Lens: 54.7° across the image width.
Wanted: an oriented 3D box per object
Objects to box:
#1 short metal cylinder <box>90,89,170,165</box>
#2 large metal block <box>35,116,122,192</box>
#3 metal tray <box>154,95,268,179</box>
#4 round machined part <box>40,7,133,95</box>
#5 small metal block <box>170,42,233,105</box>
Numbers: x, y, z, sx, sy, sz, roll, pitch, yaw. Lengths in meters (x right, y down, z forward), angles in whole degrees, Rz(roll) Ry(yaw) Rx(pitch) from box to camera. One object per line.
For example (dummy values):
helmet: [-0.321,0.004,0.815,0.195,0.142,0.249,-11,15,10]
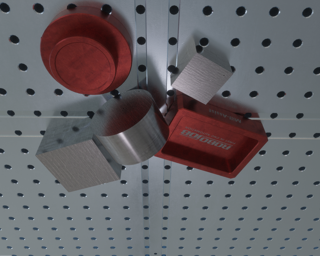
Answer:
short metal cylinder: [-0.035,-0.002,0.373,0.080,0.080,0.050,-18,128,15]
large metal block: [-0.106,0.036,0.425,0.080,0.050,0.080,-16,129,13]
metal tray: [0.066,0.016,0.422,0.131,0.030,0.089,18,128,-15]
round machined part: [-0.079,-0.075,0.336,0.099,0.042,0.097,0,130,0]
small metal block: [0.047,-0.062,0.359,0.050,0.025,0.050,25,126,-20]
